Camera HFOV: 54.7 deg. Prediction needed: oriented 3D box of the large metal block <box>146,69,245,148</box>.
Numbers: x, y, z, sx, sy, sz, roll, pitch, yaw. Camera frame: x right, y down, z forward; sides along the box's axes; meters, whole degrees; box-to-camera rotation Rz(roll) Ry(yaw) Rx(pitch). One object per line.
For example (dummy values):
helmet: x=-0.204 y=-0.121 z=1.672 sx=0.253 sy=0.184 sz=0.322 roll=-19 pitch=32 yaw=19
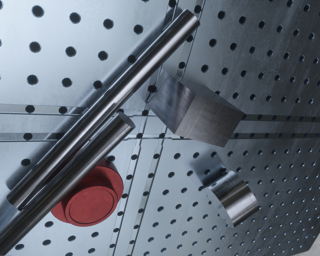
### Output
large metal block: x=0.042 y=-0.024 z=0.385 sx=0.081 sy=0.080 sz=0.050 roll=15 pitch=110 yaw=-35

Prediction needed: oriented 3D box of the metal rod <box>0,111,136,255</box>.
metal rod: x=-0.141 y=0.092 z=0.366 sx=0.299 sy=0.025 sz=0.025 roll=-44 pitch=130 yaw=12

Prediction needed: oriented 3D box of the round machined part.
round machined part: x=-0.094 y=0.090 z=0.406 sx=0.099 sy=0.042 sz=0.097 roll=-14 pitch=125 yaw=-21

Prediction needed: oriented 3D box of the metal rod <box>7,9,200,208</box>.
metal rod: x=-0.068 y=-0.020 z=0.362 sx=0.300 sy=0.025 sz=0.025 roll=-46 pitch=130 yaw=3

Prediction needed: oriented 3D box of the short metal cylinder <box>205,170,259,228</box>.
short metal cylinder: x=0.118 y=0.118 z=0.516 sx=0.050 sy=0.080 sz=0.080 roll=-31 pitch=129 yaw=-9
